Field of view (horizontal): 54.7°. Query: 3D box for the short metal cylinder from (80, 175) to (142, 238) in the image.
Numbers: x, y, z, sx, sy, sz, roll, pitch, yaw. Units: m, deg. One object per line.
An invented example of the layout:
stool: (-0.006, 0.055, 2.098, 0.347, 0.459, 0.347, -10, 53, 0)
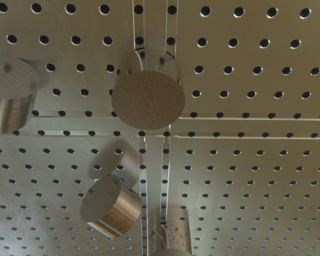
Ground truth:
short metal cylinder: (-0.075, 0.120, 0.477, 0.080, 0.080, 0.050, -28, 125, 21)

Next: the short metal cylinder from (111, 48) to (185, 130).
short metal cylinder: (-0.013, -0.044, 0.358, 0.081, 0.050, 0.079, 0, 130, 0)

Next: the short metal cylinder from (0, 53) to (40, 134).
short metal cylinder: (-0.179, -0.040, 0.339, 0.081, 0.080, 0.050, 19, 127, -16)

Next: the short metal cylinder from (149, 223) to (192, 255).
short metal cylinder: (0.019, 0.226, 0.588, 0.081, 0.050, 0.079, 0, 130, 0)
